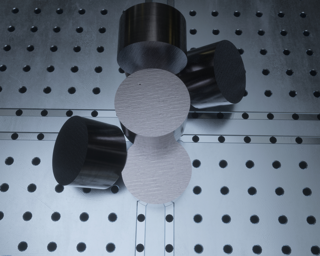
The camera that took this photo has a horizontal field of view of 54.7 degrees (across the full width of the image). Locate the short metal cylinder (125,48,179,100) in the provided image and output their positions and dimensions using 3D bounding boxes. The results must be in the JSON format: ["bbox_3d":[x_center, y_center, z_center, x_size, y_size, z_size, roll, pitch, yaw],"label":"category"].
[{"bbox_3d":[-0.007,-0.074,0.425,0.081,0.050,0.080,0,71,0],"label":"short metal cylinder"}]

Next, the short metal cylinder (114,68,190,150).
[{"bbox_3d":[-0.008,-0.020,0.352,0.081,0.050,0.080,0,70,0],"label":"short metal cylinder"}]

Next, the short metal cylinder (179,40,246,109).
[{"bbox_3d":[0.069,-0.067,0.400,0.050,0.080,0.080,-7,64,41],"label":"short metal cylinder"}]

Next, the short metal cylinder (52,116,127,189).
[{"bbox_3d":[-0.084,0.030,0.365,0.050,0.080,0.080,16,63,-42],"label":"short metal cylinder"}]

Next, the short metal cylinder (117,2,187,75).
[{"bbox_3d":[-0.009,-0.099,0.364,0.081,0.080,0.050,0,70,0],"label":"short metal cylinder"}]

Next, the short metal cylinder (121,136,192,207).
[{"bbox_3d":[-0.004,0.054,0.378,0.081,0.050,0.080,0,71,0],"label":"short metal cylinder"}]
